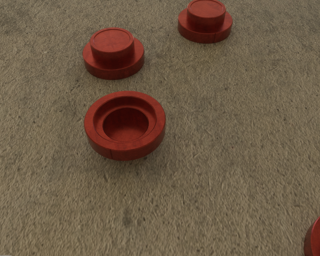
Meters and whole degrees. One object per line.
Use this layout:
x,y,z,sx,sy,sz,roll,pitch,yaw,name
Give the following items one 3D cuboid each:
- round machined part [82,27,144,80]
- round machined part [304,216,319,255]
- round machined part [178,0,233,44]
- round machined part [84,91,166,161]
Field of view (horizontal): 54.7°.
-0.075,-0.125,0.496,0.099,0.042,0.098,0,50,0,round machined part
0.194,0.119,0.293,0.099,0.042,0.098,0,50,0,round machined part
0.082,-0.198,0.559,0.099,0.042,0.098,0,50,0,round machined part
-0.042,0.002,0.390,0.099,0.042,0.098,0,50,0,round machined part
